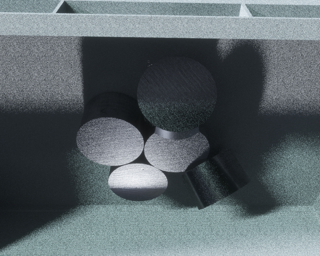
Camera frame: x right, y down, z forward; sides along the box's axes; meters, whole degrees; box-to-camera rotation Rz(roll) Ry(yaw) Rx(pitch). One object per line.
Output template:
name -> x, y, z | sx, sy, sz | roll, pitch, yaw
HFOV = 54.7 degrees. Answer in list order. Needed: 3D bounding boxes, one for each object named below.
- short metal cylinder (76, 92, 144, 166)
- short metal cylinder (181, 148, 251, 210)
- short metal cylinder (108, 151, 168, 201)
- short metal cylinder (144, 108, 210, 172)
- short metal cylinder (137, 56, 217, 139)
short metal cylinder -> -0.060, 0.002, 0.391 | 0.081, 0.050, 0.079 | 0, 130, 0
short metal cylinder -> 0.075, 0.070, 0.424 | 0.080, 0.050, 0.080 | -28, 168, -7
short metal cylinder -> -0.030, 0.059, 0.440 | 0.081, 0.050, 0.079 | 0, 130, 0
short metal cylinder -> 0.021, 0.012, 0.401 | 0.081, 0.050, 0.079 | 0, 130, 0
short metal cylinder -> 0.018, -0.030, 0.336 | 0.081, 0.080, 0.050 | -2, 169, 1
